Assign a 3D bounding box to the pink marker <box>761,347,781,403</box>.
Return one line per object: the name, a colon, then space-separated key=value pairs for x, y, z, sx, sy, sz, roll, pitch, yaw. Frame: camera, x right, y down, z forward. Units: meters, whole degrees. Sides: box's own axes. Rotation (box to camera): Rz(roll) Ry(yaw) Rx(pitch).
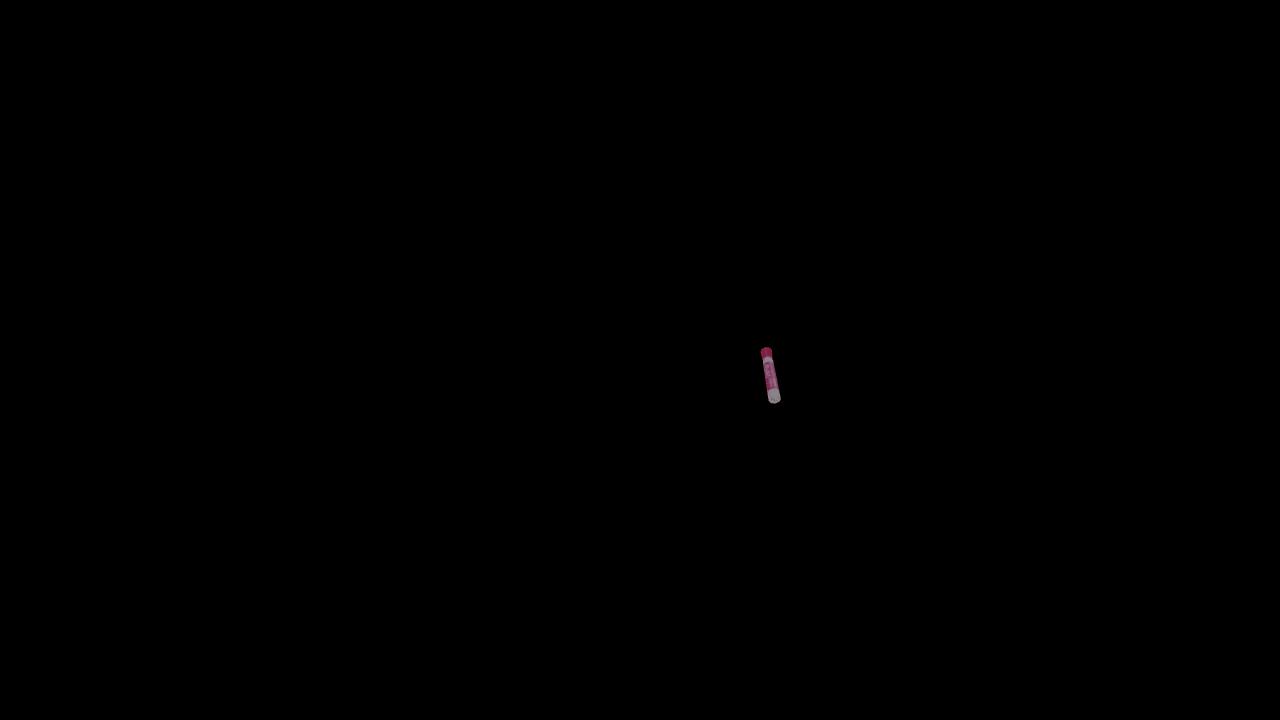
pink marker: x=0.209 y=0.021 z=0.988 sx=0.020 sy=0.020 sz=0.121 roll=0 pitch=41 yaw=3
